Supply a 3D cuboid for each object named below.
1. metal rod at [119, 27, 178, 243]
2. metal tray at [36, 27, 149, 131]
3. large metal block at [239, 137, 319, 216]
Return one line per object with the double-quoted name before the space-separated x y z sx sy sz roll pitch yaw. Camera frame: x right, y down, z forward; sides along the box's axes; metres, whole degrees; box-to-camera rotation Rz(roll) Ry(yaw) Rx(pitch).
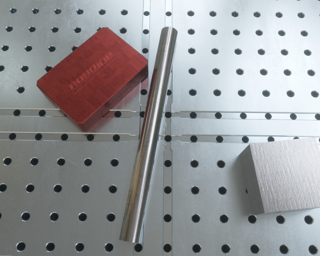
"metal rod" -0.011 -0.005 0.413 0.025 0.025 0.299 9 70 3
"metal tray" -0.091 -0.071 0.434 0.090 0.030 0.130 41 75 13
"large metal block" 0.150 0.060 0.378 0.081 0.050 0.080 -6 70 -3
